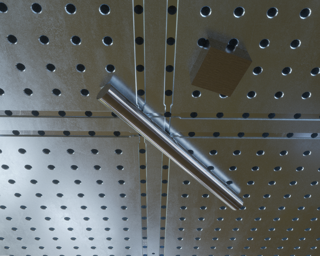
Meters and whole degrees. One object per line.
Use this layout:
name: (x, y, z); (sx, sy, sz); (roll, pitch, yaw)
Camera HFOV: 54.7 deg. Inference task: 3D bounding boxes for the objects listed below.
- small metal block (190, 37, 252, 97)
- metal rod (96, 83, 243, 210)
small metal block: (0.068, -0.069, 0.354); (0.050, 0.025, 0.050); (15, 128, -14)
metal rod: (0.031, 0.041, 0.447); (0.025, 0.025, 0.300); (-34, 123, 25)
